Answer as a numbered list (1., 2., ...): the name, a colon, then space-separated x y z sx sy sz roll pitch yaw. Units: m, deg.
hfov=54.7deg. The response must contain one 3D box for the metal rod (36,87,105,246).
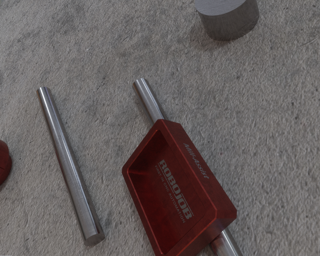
1. metal rod: -0.142 0.034 0.457 0.025 0.025 0.300 -37 51 4

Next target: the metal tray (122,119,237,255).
1. metal tray: 0.012 0.064 0.328 0.090 0.030 0.130 -53 45 25

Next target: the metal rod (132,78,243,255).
1. metal rod: 0.024 0.042 0.365 0.025 0.025 0.300 -32 52 7

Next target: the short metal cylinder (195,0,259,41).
1. short metal cylinder: 0.096 -0.172 0.443 0.080 0.050 0.080 -13 56 21

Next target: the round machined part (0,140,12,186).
1. round machined part: -0.282 0.064 0.502 0.098 0.042 0.098 -13 56 21
